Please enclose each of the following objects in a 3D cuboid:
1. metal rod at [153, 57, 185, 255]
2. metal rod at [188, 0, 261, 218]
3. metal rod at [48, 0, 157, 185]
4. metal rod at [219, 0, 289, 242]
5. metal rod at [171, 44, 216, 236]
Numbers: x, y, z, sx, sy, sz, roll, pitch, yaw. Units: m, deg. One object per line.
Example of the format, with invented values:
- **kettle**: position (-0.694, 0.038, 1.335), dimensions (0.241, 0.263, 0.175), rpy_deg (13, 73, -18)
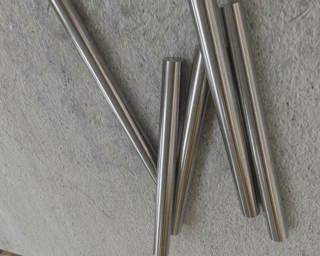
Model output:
- **metal rod**: position (0.009, 0.057, 0.414), dimensions (0.025, 0.025, 0.298), rpy_deg (13, 117, 20)
- **metal rod**: position (0.075, -0.014, 0.339), dimensions (0.025, 0.025, 0.298), rpy_deg (-3, 123, 29)
- **metal rod**: position (-0.065, -0.051, 0.407), dimensions (0.025, 0.025, 0.299), rpy_deg (-17, 110, 34)
- **metal rod**: position (0.112, 0.011, 0.354), dimensions (0.025, 0.025, 0.298), rpy_deg (-5, 116, 30)
- **metal rod**: position (0.036, 0.038, 0.410), dimensions (0.025, 0.025, 0.298), rpy_deg (18, 126, 17)
